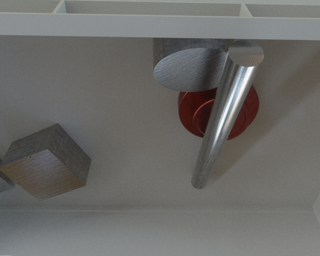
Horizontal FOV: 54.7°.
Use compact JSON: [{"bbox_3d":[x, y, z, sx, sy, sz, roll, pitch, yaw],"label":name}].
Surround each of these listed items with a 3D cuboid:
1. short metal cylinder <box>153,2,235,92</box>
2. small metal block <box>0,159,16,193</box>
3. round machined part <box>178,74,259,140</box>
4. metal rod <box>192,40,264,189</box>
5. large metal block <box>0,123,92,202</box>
[{"bbox_3d":[0.033,-0.076,0.307,0.081,0.050,0.080,-2,159,0],"label":"short metal cylinder"},{"bbox_3d":[-0.254,0.073,0.468,0.050,0.025,0.050,-20,128,15],"label":"small metal block"},{"bbox_3d":[0.073,-0.021,0.381,0.099,0.042,0.097,-1,130,0],"label":"round machined part"},{"bbox_3d":[0.061,0.015,0.351,0.025,0.025,0.299,0,153,0],"label":"metal rod"},{"bbox_3d":[-0.156,0.050,0.433,0.080,0.050,0.080,-21,128,16],"label":"large metal block"}]
